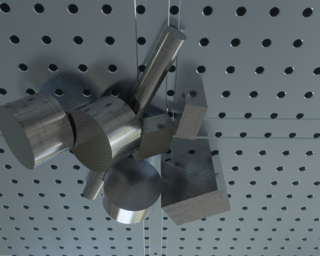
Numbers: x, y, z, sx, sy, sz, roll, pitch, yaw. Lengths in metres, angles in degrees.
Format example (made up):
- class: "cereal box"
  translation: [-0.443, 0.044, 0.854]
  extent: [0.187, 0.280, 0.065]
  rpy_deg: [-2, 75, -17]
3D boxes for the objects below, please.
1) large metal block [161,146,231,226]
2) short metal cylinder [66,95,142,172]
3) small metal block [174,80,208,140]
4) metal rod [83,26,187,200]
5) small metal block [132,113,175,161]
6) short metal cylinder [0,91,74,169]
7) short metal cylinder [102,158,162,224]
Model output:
- class: "large metal block"
  translation: [0.049, 0.083, 0.446]
  extent: [0.080, 0.080, 0.050]
  rpy_deg: [-22, 127, 17]
- class: "short metal cylinder"
  translation: [-0.069, 0.006, 0.374]
  extent: [0.080, 0.050, 0.079]
  rpy_deg: [19, 125, 31]
- class: "small metal block"
  translation: [0.036, -0.022, 0.377]
  extent: [0.025, 0.050, 0.050]
  rpy_deg: [9, 130, -8]
- class: "metal rod"
  translation: [-0.047, 0.003, 0.413]
  extent: [0.025, 0.025, 0.298]
  rpy_deg: [20, 127, -16]
- class: "small metal block"
  translation: [-0.011, 0.012, 0.406]
  extent: [0.050, 0.025, 0.050]
  rpy_deg: [-14, 140, -30]
- class: "short metal cylinder"
  translation: [-0.148, 0.002, 0.369]
  extent: [0.080, 0.050, 0.079]
  rpy_deg: [25, 130, 34]
- class: "short metal cylinder"
  translation: [-0.041, 0.090, 0.446]
  extent: [0.081, 0.080, 0.050]
  rpy_deg: [8, 143, -7]
